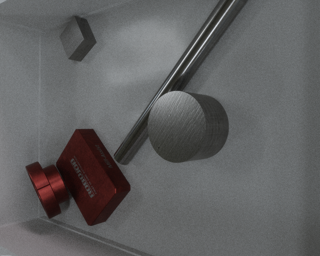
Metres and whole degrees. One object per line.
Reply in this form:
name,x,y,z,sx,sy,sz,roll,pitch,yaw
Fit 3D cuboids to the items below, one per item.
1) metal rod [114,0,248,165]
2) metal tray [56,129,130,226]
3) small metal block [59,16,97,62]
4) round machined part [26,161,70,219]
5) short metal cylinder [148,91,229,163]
metal rod,0.024,-0.063,0.385,0.025,0.025,0.298,51,119,27
metal tray,-0.110,0.075,0.492,0.130,0.030,0.090,51,120,27
small metal block,-0.138,-0.148,0.518,0.050,0.025,0.050,-38,67,33
round machined part,-0.189,0.101,0.530,0.098,0.042,0.097,43,146,39
short metal cylinder,0.032,-0.001,0.362,0.080,0.050,0.079,0,90,39
